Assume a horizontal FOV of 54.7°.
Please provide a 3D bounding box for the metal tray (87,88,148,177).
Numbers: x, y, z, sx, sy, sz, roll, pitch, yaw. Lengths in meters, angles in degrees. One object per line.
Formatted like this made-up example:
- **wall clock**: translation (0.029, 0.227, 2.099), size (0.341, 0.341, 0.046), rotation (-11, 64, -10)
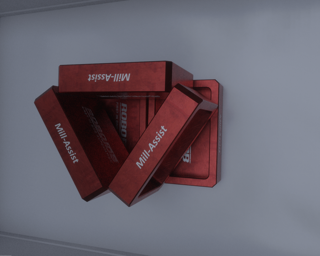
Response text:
- **metal tray**: translation (-0.055, 0.003, 0.427), size (0.090, 0.030, 0.129), rotation (1, 89, 20)

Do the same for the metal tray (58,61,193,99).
- **metal tray**: translation (-0.036, -0.051, 0.354), size (0.130, 0.090, 0.030), rotation (2, 91, 20)

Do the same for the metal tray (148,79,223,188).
- **metal tray**: translation (0.031, 0.006, 0.396), size (0.090, 0.030, 0.129), rotation (1, 90, 20)

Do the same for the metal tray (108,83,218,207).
- **metal tray**: translation (0.007, 0.018, 0.339), size (0.030, 0.090, 0.129), rotation (37, 102, 16)

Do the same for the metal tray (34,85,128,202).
- **metal tray**: translation (-0.083, 0.015, 0.371), size (0.030, 0.090, 0.130), rotation (-33, 80, 18)
